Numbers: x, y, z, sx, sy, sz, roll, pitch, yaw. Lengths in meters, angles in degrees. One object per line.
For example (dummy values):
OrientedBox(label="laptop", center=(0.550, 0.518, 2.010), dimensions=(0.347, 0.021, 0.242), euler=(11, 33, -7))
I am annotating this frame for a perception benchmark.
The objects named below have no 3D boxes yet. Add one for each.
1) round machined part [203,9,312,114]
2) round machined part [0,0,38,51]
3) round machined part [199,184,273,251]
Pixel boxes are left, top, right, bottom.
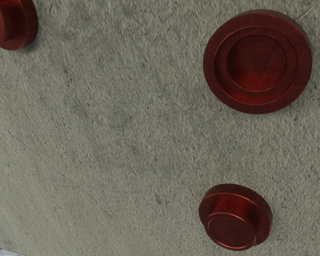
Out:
OrientedBox(label="round machined part", center=(0.096, -0.066, 0.305), dimensions=(0.098, 0.042, 0.097), euler=(13, 124, 21))
OrientedBox(label="round machined part", center=(-0.218, -0.152, 0.417), dimensions=(0.098, 0.042, 0.097), euler=(13, 124, 21))
OrientedBox(label="round machined part", center=(0.099, 0.127, 0.422), dimensions=(0.098, 0.042, 0.097), euler=(13, 124, 21))
